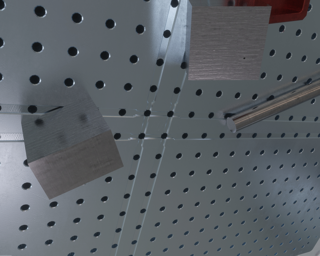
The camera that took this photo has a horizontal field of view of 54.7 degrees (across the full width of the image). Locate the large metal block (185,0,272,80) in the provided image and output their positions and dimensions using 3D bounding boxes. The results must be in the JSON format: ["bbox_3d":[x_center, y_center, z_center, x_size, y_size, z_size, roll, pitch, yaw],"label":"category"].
[{"bbox_3d":[0.072,-0.101,0.353,0.081,0.050,0.079,0,122,-1],"label":"large metal block"}]

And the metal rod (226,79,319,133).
[{"bbox_3d":[0.242,-0.058,0.506,0.302,0.025,0.025,-22,127,-15],"label":"metal rod"}]

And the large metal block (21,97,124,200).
[{"bbox_3d":[-0.095,0.017,0.334,0.081,0.080,0.050,-23,127,-14],"label":"large metal block"}]

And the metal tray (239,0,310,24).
[{"bbox_3d":[0.143,-0.194,0.365,0.091,0.030,0.129,-13,124,-21],"label":"metal tray"}]
